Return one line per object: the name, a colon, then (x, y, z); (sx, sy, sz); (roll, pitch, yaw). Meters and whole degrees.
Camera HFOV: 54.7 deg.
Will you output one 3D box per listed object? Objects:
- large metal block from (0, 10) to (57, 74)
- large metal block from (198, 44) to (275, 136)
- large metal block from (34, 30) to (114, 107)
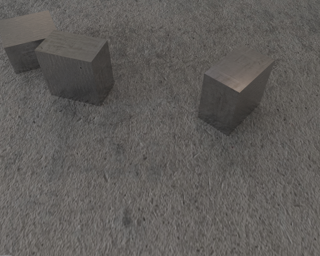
large metal block: (-0.207, -0.141, 0.504); (0.081, 0.050, 0.080); (-19, 53, -15)
large metal block: (0.099, -0.050, 0.410); (0.050, 0.080, 0.080); (35, 58, 25)
large metal block: (-0.116, -0.083, 0.437); (0.080, 0.080, 0.050); (14, 52, 11)
